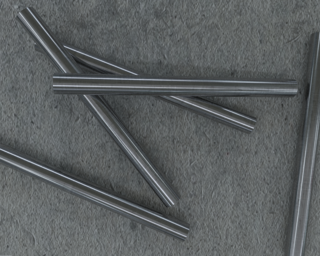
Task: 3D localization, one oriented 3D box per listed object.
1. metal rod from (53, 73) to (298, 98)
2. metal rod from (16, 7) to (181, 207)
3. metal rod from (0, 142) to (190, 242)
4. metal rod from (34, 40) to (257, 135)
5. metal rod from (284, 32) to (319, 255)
[{"bbox_3d":[0.027,-0.052,0.385,0.302,0.025,0.025,0,90,-10],"label":"metal rod"},{"bbox_3d":[-0.073,-0.021,0.393,0.025,0.025,0.300,-38,96,0],"label":"metal rod"},{"bbox_3d":[-0.104,0.079,0.409,0.301,0.025,0.025,23,90,0],"label":"metal rod"},{"bbox_3d":[-0.018,-0.058,0.409,0.301,0.025,0.025,21,90,0],"label":"metal rod"},{"bbox_3d":[0.196,0.024,0.411,0.025,0.025,0.298,7,90,0],"label":"metal rod"}]
